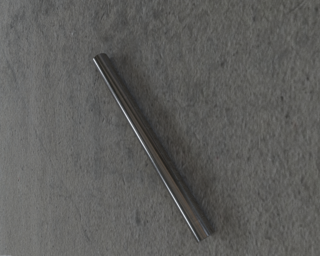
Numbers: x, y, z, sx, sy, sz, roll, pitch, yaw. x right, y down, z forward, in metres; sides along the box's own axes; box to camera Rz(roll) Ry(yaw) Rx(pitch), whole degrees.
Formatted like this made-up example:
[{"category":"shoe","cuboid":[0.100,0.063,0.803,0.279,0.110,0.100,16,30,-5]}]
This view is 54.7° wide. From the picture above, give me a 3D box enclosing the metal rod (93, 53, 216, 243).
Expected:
[{"category":"metal rod","cuboid":[-0.019,0.010,0.418,0.025,0.025,0.299,-46,63,30]}]
